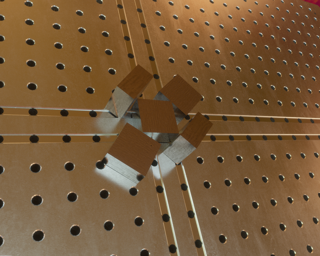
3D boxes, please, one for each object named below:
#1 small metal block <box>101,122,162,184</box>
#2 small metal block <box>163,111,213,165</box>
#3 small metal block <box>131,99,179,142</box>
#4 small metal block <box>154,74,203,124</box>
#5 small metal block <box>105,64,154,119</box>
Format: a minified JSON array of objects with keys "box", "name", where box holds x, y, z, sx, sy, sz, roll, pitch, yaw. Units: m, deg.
[{"box":[-0.033,0.030,0.371,0.050,0.025,0.050,33,51,-7],"name":"small metal block"},{"box":[0.036,0.013,0.402,0.025,0.050,0.050,41,51,0],"name":"small metal block"},{"box":[-0.007,-0.009,0.409,0.050,0.025,0.050,3,59,-25],"name":"small metal block"},{"box":[0.026,-0.042,0.447,0.050,0.025,0.050,43,51,1],"name":"small metal block"},{"box":[-0.040,-0.046,0.398,0.025,0.050,0.050,38,52,-4],"name":"small metal block"}]
